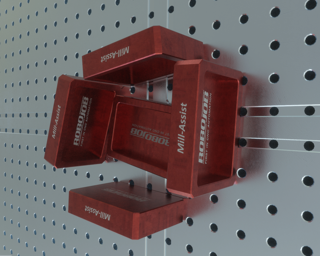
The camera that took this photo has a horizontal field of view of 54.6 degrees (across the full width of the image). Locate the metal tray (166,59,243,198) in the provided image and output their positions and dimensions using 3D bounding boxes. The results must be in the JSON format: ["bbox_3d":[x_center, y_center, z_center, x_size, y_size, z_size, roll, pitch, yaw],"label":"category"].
[{"bbox_3d":[0.050,0.000,0.326,0.030,0.091,0.129,6,94,40],"label":"metal tray"}]

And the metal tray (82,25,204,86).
[{"bbox_3d":[-0.022,-0.083,0.386,0.130,0.091,0.030,-8,85,40],"label":"metal tray"}]

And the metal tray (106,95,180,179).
[{"bbox_3d":[-0.014,0.009,0.418,0.130,0.030,0.089,15,99,39],"label":"metal tray"}]

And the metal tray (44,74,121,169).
[{"bbox_3d":[-0.114,-0.008,0.462,0.030,0.091,0.129,23,105,38],"label":"metal tray"}]

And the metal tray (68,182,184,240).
[{"bbox_3d":[-0.046,0.102,0.406,0.130,0.091,0.030,5,94,40],"label":"metal tray"}]
